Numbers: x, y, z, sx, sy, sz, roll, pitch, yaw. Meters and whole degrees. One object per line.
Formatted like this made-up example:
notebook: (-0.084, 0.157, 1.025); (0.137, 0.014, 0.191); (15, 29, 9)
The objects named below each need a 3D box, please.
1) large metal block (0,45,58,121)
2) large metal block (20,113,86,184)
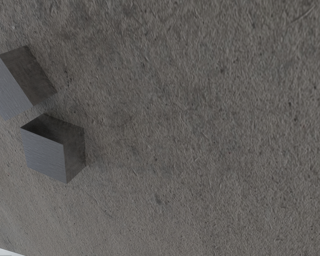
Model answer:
large metal block: (-0.217, -0.066, 0.464); (0.080, 0.050, 0.080); (-18, 109, 35)
large metal block: (-0.170, 0.033, 0.501); (0.080, 0.050, 0.079); (19, 126, 17)
